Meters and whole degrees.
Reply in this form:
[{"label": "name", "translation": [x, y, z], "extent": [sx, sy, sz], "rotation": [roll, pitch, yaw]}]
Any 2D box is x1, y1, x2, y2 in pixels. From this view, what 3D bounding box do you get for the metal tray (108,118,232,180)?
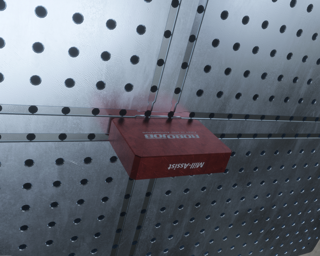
[{"label": "metal tray", "translation": [0.012, 0.022, 0.388], "extent": [0.131, 0.090, 0.030], "rotation": [0, 119, -28]}]
